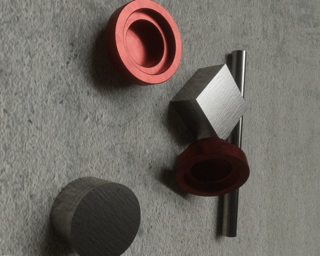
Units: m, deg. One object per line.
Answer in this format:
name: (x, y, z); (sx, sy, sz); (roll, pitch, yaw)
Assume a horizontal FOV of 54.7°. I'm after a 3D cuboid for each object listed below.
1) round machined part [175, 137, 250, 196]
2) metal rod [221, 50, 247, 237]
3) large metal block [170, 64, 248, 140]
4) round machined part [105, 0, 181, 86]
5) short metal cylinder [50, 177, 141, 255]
round machined part: (0.070, 0.050, 0.427); (0.098, 0.098, 0.042); (40, 32, -33)
metal rod: (0.120, 0.023, 0.505); (0.025, 0.025, 0.298); (7, 86, -40)
large metal block: (0.073, -0.034, 0.450); (0.080, 0.050, 0.080); (-50, 120, -28)
round machined part: (-0.024, -0.100, 0.374); (0.099, 0.042, 0.097); (0, 90, -40)
short metal cylinder: (-0.068, 0.095, 0.332); (0.081, 0.050, 0.079); (0, 90, -40)
